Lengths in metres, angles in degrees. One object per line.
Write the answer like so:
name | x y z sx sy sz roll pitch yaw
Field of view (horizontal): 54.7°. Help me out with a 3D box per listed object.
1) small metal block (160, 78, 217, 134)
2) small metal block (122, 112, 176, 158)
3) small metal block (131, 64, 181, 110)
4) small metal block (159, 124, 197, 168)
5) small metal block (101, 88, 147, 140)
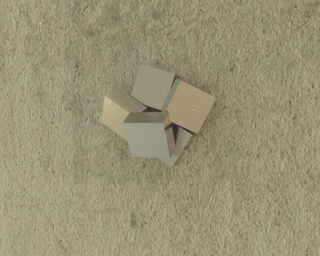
small metal block | 0.034 -0.028 0.386 0.050 0.025 0.050 24 99 -16
small metal block | -0.012 0.008 0.375 0.050 0.025 0.050 0 123 19
small metal block | -0.006 -0.053 0.412 0.050 0.025 0.050 18 96 18
small metal block | 0.011 0.016 0.406 0.050 0.025 0.050 34 101 16
small metal block | -0.049 -0.017 0.414 0.050 0.025 0.050 35 137 15
